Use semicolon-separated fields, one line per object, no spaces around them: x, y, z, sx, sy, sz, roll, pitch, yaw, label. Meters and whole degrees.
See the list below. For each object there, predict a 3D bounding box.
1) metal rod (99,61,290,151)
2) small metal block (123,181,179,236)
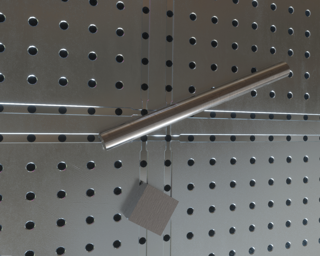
0.061;-0.037;0.434;0.302;0.025;0.025;-22;98;-19;metal rod
-0.011;0.106;0.408;0.050;0.025;0.050;32;79;-17;small metal block
